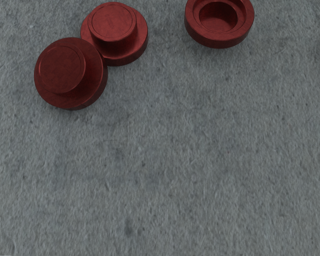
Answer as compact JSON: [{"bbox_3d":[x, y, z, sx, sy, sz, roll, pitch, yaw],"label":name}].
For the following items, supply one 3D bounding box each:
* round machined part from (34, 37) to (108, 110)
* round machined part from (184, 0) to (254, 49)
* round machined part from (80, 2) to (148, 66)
[{"bbox_3d":[-0.123,-0.074,0.411,0.098,0.042,0.097,-1,83,9],"label":"round machined part"},{"bbox_3d":[0.085,-0.158,0.458,0.099,0.042,0.098,0,70,-1],"label":"round machined part"},{"bbox_3d":[-0.067,-0.143,0.450,0.099,0.042,0.098,0,70,-1],"label":"round machined part"}]
